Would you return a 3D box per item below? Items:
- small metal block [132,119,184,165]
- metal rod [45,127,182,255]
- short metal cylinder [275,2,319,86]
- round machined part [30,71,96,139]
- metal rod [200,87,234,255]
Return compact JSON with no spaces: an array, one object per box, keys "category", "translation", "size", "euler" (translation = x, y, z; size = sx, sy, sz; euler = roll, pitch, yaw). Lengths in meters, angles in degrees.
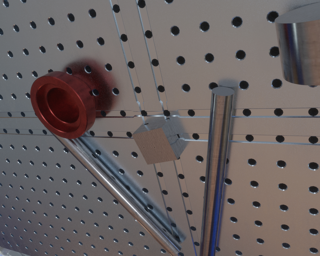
[{"category":"small metal block","translation":[-0.002,0.020,0.425],"size":[0.050,0.025,0.050],"euler":[-14,112,33]},{"category":"metal rod","translation":[-0.074,0.098,0.510],"size":[0.300,0.025,0.025],"euler":[47,129,-5]},{"category":"short metal cylinder","translation":[0.141,-0.074,0.256],"size":[0.080,0.080,0.050],"euler":[-4,117,30]},{"category":"round machined part","translation":[-0.134,-0.036,0.449],"size":[0.098,0.042,0.097],"euler":[13,124,21]},{"category":"metal rod","translation":[0.074,0.086,0.425],"size":[0.025,0.025,0.298],"euler":[12,124,21]}]
